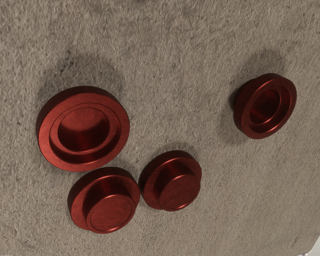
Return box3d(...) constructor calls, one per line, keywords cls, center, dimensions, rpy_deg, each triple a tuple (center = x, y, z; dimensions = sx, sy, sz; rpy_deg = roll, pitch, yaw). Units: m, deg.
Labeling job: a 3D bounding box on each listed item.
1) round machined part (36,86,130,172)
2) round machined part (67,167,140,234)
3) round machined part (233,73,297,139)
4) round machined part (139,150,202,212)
box3d(cls="round machined part", center=(-0.087, -0.003, 0.348), dimensions=(0.099, 0.042, 0.097), rpy_deg=(-14, 125, -21))
box3d(cls="round machined part", center=(-0.072, 0.105, 0.423), dimensions=(0.099, 0.042, 0.097), rpy_deg=(-14, 125, -21))
box3d(cls="round machined part", center=(0.148, -0.035, 0.458), dimensions=(0.099, 0.042, 0.097), rpy_deg=(-14, 125, -21))
box3d(cls="round machined part", center=(0.021, 0.085, 0.462), dimensions=(0.099, 0.042, 0.097), rpy_deg=(-14, 125, -21))
